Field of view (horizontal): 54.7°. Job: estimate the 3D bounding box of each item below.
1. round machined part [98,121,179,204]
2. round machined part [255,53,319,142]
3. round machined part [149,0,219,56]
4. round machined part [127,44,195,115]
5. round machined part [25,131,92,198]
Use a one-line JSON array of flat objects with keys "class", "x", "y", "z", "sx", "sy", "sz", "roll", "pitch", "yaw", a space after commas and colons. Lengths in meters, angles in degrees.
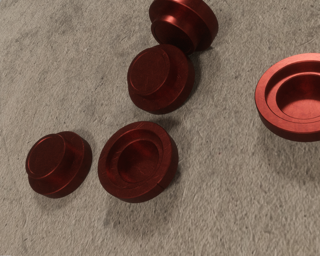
[{"class": "round machined part", "x": -0.023, "y": 0.044, "z": 0.377, "sx": 0.098, "sy": 0.042, "sz": 0.098, "roll": -13, "pitch": 56, "yaw": 20}, {"class": "round machined part", "x": 0.155, "y": -0.028, "z": 0.329, "sx": 0.098, "sy": 0.042, "sz": 0.098, "roll": -13, "pitch": 56, "yaw": 20}, {"class": "round machined part", "x": 0.027, "y": -0.138, "z": 0.427, "sx": 0.098, "sy": 0.098, "sz": 0.042, "roll": 19, "pitch": 72, "yaw": 35}, {"class": "round machined part", "x": -0.006, "y": -0.070, "z": 0.422, "sx": 0.098, "sy": 0.042, "sz": 0.098, "roll": -10, "pitch": 71, "yaw": 31}, {"class": "round machined part", "x": -0.150, "y": 0.047, "z": 0.441, "sx": 0.098, "sy": 0.042, "sz": 0.098, "roll": -13, "pitch": 56, "yaw": 20}]
